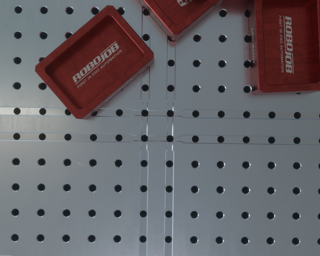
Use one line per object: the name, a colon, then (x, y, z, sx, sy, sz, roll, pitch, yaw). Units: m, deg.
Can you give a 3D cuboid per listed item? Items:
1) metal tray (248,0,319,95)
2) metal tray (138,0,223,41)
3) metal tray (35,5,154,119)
metal tray: (0.169, -0.112, 0.411, 0.090, 0.030, 0.129, -3, 90, 0)
metal tray: (0.012, -0.194, 0.410, 0.090, 0.030, 0.130, -40, 90, 0)
metal tray: (-0.084, -0.084, 0.410, 0.130, 0.030, 0.090, -40, 90, 0)
